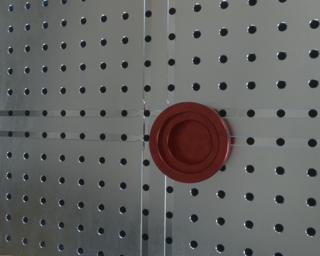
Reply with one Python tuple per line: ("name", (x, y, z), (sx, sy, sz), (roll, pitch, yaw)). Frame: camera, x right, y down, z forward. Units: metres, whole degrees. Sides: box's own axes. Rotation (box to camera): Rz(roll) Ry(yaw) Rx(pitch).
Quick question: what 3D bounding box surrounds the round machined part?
("round machined part", (0.039, 0.017, 0.390), (0.098, 0.042, 0.097), (0, 90, 20))
